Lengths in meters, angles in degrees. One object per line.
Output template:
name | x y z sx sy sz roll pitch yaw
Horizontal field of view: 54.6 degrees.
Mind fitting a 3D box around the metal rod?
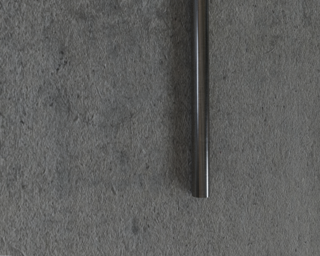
metal rod | 0.056 -0.055 0.429 0.025 0.025 0.298 -1 90 -20
